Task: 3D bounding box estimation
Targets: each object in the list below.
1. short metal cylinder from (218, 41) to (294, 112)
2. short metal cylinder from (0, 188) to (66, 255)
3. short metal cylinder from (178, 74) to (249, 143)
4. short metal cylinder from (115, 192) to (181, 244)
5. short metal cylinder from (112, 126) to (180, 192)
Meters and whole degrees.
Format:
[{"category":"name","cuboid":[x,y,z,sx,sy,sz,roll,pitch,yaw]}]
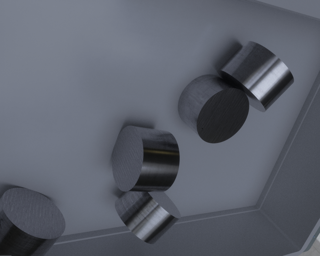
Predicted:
[{"category":"short metal cylinder","cuboid":[0.123,-0.066,0.402,0.050,0.080,0.080,-47,130,4]},{"category":"short metal cylinder","cuboid":[-0.159,0.115,0.358,0.080,0.080,0.050,34,99,-39]},{"category":"short metal cylinder","cuboid":[0.071,-0.026,0.417,0.081,0.050,0.079,-14,125,-21]},{"category":"short metal cylinder","cuboid":[-0.017,0.114,0.436,0.050,0.080,0.080,-46,130,3]},{"category":"short metal cylinder","cuboid":[-0.020,0.040,0.388,0.050,0.080,0.079,9,114,-33]}]
